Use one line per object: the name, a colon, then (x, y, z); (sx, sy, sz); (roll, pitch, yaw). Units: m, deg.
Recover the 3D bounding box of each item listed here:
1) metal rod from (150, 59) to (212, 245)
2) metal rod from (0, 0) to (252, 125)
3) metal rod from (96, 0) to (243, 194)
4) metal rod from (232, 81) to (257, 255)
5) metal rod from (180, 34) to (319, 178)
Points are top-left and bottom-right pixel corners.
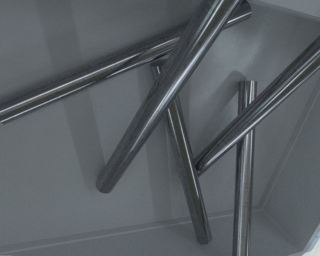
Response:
metal rod: (0.036, 0.051, 0.431); (0.025, 0.025, 0.298); (-23, 119, -14)
metal rod: (-0.030, -0.079, 0.343); (0.302, 0.025, 0.025); (-26, 128, -12)
metal rod: (-0.012, -0.012, 0.317); (0.025, 0.025, 0.298); (3, 142, -30)
metal rod: (0.121, 0.083, 0.447); (0.025, 0.025, 0.298); (0, 94, -28)
metal rod: (0.110, -0.011, 0.384); (0.025, 0.025, 0.298); (6, 140, -31)
